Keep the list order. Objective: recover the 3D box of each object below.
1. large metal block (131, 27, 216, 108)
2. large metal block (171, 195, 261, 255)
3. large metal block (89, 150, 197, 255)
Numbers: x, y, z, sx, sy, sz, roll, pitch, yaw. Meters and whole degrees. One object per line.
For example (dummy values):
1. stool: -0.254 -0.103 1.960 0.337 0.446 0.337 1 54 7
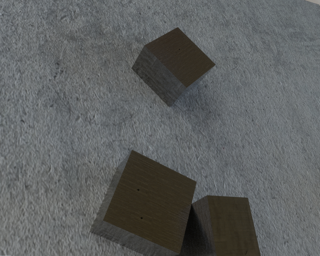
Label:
1. large metal block: 0.020 -0.090 0.453 0.080 0.050 0.080 46 51 4
2. large metal block: 0.055 0.122 0.323 0.050 0.080 0.080 9 58 -24
3. large metal block: -0.016 0.083 0.329 0.080 0.050 0.080 28 52 -11
